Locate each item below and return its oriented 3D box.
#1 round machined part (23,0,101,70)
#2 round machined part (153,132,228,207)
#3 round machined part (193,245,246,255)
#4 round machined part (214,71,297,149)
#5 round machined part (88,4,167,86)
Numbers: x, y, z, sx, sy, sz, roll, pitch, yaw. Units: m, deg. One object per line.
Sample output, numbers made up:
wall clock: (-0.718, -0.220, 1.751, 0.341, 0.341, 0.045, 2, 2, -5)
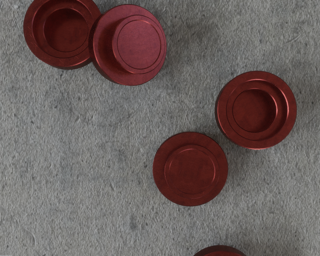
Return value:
round machined part: (-0.118, -0.124, 0.400, 0.099, 0.042, 0.097, 0, 90, 0)
round machined part: (0.039, 0.054, 0.402, 0.099, 0.042, 0.097, 0, 90, 0)
round machined part: (0.077, 0.200, 0.402, 0.099, 0.042, 0.097, 0, 90, 0)
round machined part: (0.120, -0.022, 0.402, 0.099, 0.042, 0.097, 0, 90, 0)
round machined part: (-0.033, -0.101, 0.379, 0.099, 0.042, 0.097, -6, 103, -29)
